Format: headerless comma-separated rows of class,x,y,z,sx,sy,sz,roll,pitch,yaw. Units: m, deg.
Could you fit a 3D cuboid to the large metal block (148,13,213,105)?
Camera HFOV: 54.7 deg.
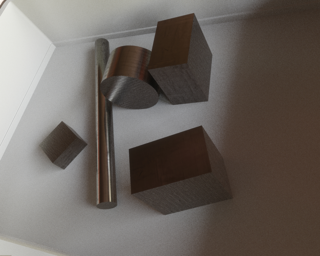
large metal block,0.030,-0.087,0.407,0.050,0.080,0.080,-5,60,26

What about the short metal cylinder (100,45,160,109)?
short metal cylinder,-0.037,-0.068,0.430,0.080,0.080,0.050,-4,60,26

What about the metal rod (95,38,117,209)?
metal rod,-0.084,-0.027,0.464,0.025,0.025,0.299,-20,54,16

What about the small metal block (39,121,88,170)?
small metal block,-0.145,0.025,0.464,0.050,0.025,0.050,-48,52,-6

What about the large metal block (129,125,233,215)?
large metal block,0.023,0.049,0.327,0.080,0.080,0.050,-19,55,17
